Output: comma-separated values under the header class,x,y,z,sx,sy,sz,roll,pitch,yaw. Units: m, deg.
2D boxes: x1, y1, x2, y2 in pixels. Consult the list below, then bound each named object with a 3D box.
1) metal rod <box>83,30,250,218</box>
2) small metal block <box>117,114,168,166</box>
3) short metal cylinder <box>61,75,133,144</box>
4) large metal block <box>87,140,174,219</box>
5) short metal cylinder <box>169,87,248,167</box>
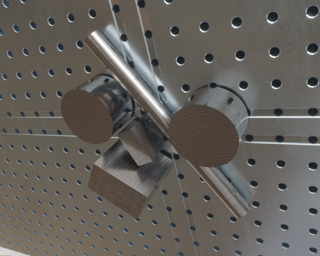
class,x,y,z,sx,sy,sz,roll,pitch,yaw
metal rod,0.013,0.000,0.399,0.300,0.025,0.025,49,129,-7
small metal block,-0.021,0.013,0.409,0.025,0.050,0.050,-23,106,36
short metal cylinder,-0.085,-0.025,0.419,0.080,0.050,0.079,13,124,21
large metal block,-0.040,0.063,0.430,0.080,0.080,0.050,30,129,9
short metal cylinder,0.057,-0.001,0.359,0.080,0.050,0.079,13,124,21
